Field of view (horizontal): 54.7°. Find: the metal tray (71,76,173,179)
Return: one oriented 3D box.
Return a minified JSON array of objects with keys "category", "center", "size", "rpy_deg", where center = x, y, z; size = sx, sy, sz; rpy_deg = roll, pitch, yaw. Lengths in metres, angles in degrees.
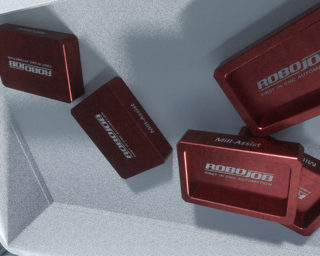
[{"category":"metal tray","center":[-0.055,0.004,0.437],"size":[0.090,0.030,0.130],"rpy_deg":[-28,104,37]}]

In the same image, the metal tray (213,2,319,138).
[{"category":"metal tray","center":[0.131,-0.053,0.303],"size":[0.130,0.030,0.090],"rpy_deg":[-28,103,37]}]

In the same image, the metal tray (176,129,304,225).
[{"category":"metal tray","center":[0.088,0.054,0.352],"size":[0.130,0.030,0.089],"rpy_deg":[7,122,24]}]

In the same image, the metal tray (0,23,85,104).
[{"category":"metal tray","center":[-0.174,-0.093,0.440],"size":[0.130,0.030,0.089],"rpy_deg":[15,125,20]}]

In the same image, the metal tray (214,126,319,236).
[{"category":"metal tray","center":[0.139,0.064,0.371],"size":[0.130,0.030,0.089],"rpy_deg":[27,128,11]}]
